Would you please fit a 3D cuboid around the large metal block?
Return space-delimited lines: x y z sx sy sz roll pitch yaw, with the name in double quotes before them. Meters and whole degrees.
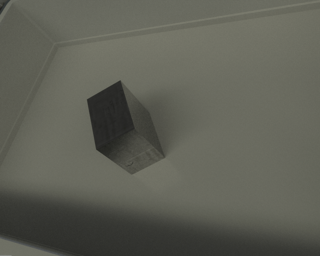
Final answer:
"large metal block" -0.043 0.001 0.393 0.050 0.080 0.080 -28 52 11
